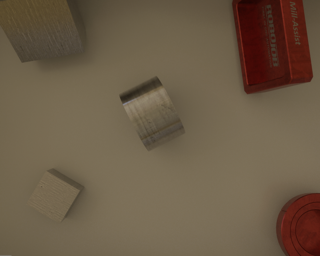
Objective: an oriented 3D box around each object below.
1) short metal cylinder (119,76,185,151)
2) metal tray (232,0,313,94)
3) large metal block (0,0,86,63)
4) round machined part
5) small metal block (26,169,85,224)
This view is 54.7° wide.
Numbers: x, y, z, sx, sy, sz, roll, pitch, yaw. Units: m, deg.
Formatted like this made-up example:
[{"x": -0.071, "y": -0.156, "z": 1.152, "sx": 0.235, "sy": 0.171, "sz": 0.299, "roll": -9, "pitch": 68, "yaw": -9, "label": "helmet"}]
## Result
[{"x": -0.009, "y": -0.018, "z": 0.384, "sx": 0.050, "sy": 0.080, "sz": 0.080, "roll": -27, "pitch": 90, "yaw": 0, "label": "short metal cylinder"}, {"x": 0.133, "y": -0.112, "z": 0.378, "sx": 0.030, "sy": 0.090, "sz": 0.129, "roll": -8, "pitch": 90, "yaw": -18, "label": "metal tray"}, {"x": -0.142, "y": -0.133, "z": 0.375, "sx": 0.080, "sy": 0.080, "sz": 0.050, "roll": -10, "pitch": 50, "yaw": 0, "label": "large metal block"}, {"x": 0.199, "y": 0.133, "z": 0.399, "sx": 0.099, "sy": 0.042, "sz": 0.098, "roll": 0, "pitch": 79, "yaw": 2, "label": "round machined part"}, {"x": -0.137, "y": 0.089, "z": 0.410, "sx": 0.050, "sy": 0.025, "sz": 0.050, "roll": 31, "pitch": 90, "yaw": -1, "label": "small metal block"}]
